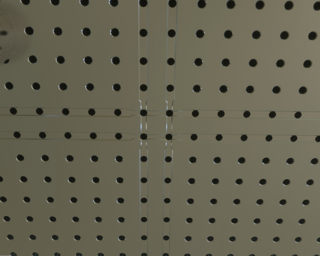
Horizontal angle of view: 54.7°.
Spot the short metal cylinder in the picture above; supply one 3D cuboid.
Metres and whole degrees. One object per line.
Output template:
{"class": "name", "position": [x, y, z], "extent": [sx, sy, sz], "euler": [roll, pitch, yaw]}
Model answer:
{"class": "short metal cylinder", "position": [-0.218, -0.107, 0.359], "extent": [0.081, 0.050, 0.079], "euler": [0, 110, 0]}
